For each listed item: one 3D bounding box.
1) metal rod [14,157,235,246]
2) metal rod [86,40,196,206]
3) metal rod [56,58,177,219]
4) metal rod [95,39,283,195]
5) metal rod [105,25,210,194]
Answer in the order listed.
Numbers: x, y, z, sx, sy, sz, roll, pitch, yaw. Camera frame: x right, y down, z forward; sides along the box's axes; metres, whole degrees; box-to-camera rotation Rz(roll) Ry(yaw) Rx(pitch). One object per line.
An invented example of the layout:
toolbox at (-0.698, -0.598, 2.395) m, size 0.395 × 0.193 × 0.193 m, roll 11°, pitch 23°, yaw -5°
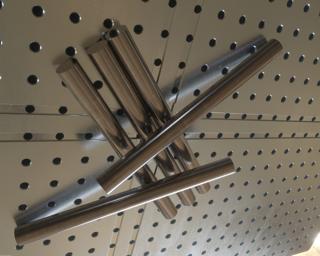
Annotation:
metal rod at (-0.040, 0.097, 0.424) m, size 0.302 × 0.025 × 0.025 m, roll -17°, pitch 126°, yaw -9°
metal rod at (-0.009, 0.017, 0.418) m, size 0.025 × 0.025 × 0.299 m, roll -34°, pitch 129°, yaw -6°
metal rod at (-0.040, 0.037, 0.414) m, size 0.025 × 0.025 × 0.299 m, roll -34°, pitch 129°, yaw -6°
metal rod at (0.046, -0.022, 0.398) m, size 0.301 × 0.025 × 0.025 m, roll -38°, pitch 130°, yaw -13°
metal rod at (0.013, -0.001, 0.419) m, size 0.025 × 0.025 × 0.299 m, roll -35°, pitch 129°, yaw -5°
